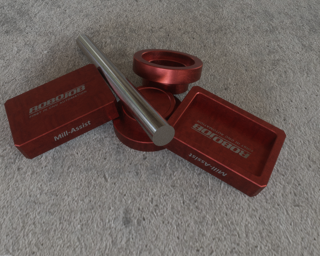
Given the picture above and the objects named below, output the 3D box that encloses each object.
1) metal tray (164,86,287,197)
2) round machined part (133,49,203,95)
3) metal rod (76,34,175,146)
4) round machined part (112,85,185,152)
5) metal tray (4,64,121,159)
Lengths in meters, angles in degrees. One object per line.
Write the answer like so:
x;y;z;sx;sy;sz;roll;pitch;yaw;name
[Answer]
0.076;0.012;0.378;0.130;0.030;0.090;30;55;10;metal tray
0.010;-0.080;0.447;0.099;0.042;0.098;6;28;-3;round machined part
-0.063;-0.070;0.420;0.025;0.025;0.300;-22;40;-17;metal rod
-0.014;-0.020;0.411;0.099;0.042;0.098;0;50;0;round machined part
-0.129;-0.026;0.408;0.131;0.030;0.090;-27;52;-11;metal tray
